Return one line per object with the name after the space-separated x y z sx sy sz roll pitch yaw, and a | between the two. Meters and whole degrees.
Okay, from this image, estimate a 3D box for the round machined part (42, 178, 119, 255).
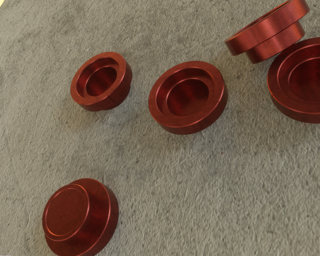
-0.104 0.108 0.382 0.098 0.042 0.098 -13 56 21 | round machined part

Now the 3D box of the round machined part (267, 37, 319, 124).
0.169 -0.047 0.333 0.098 0.042 0.098 -13 56 21 | round machined part

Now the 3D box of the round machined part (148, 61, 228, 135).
0.038 -0.034 0.394 0.098 0.042 0.098 -13 56 21 | round machined part

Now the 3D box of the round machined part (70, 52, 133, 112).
-0.085 -0.066 0.479 0.098 0.042 0.098 -13 56 21 | round machined part

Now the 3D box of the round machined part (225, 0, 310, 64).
0.131 -0.113 0.372 0.098 0.042 0.098 -32 10 6 | round machined part
